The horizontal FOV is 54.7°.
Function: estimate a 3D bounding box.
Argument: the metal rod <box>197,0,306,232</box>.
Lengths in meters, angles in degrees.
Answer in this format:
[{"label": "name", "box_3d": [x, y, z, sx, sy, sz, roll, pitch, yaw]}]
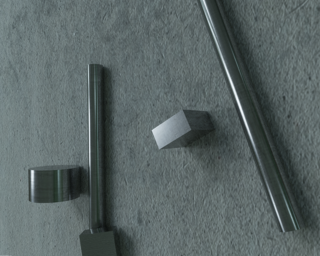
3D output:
[{"label": "metal rod", "box_3d": [0.087, -0.043, 0.333, 0.025, 0.025, 0.299, -26, 74, 37]}]

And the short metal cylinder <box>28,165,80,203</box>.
[{"label": "short metal cylinder", "box_3d": [-0.174, 0.090, 0.513, 0.080, 0.081, 0.050, -2, 89, 40]}]

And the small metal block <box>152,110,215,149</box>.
[{"label": "small metal block", "box_3d": [0.028, 0.002, 0.366, 0.050, 0.050, 0.025, -34, 69, 35]}]

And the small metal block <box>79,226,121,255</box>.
[{"label": "small metal block", "box_3d": [-0.088, 0.177, 0.459, 0.050, 0.025, 0.050, -9, 89, 4]}]

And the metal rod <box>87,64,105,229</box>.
[{"label": "metal rod", "box_3d": [-0.100, 0.050, 0.487, 0.025, 0.025, 0.298, -2, 89, 40]}]
